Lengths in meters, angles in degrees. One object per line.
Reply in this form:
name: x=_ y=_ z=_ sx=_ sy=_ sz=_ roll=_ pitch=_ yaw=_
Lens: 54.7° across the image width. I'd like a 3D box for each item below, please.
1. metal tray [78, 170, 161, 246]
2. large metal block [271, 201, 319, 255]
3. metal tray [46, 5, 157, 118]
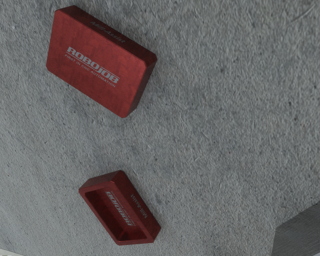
metal tray: x=-0.068 y=0.139 z=0.525 sx=0.090 sy=0.030 sz=0.130 roll=-20 pitch=108 yaw=35
large metal block: x=0.180 y=0.146 z=0.366 sx=0.050 sy=0.080 sz=0.080 roll=38 pitch=129 yaw=2
metal tray: x=-0.078 y=-0.083 z=0.394 sx=0.130 sy=0.030 sz=0.089 roll=33 pitch=129 yaw=6
